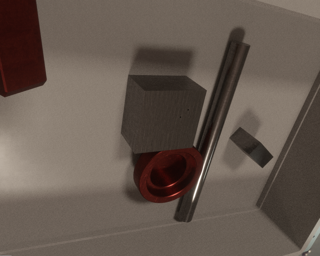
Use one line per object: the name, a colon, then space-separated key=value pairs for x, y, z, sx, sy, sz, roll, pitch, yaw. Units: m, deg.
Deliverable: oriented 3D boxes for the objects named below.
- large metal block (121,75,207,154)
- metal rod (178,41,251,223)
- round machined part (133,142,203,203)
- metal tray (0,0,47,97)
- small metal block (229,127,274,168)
large metal block: x=0.002 y=-0.019 z=0.383 sx=0.081 sy=0.050 sz=0.079 roll=-4 pitch=120 yaw=-27
metal rod: x=0.073 y=0.021 z=0.464 sx=0.025 sy=0.025 sz=0.298 roll=-1 pitch=119 yaw=-28
round machined part: x=0.008 y=0.055 z=0.438 sx=0.099 sy=0.042 sz=0.097 roll=-14 pitch=125 yaw=-21
metal tray: x=-0.136 y=-0.084 z=0.215 sx=0.030 sy=0.130 sz=0.089 roll=-32 pitch=136 yaw=-45
small metal block: x=0.146 y=0.031 z=0.494 sx=0.025 sy=0.050 sz=0.050 roll=-47 pitch=130 yaw=5
